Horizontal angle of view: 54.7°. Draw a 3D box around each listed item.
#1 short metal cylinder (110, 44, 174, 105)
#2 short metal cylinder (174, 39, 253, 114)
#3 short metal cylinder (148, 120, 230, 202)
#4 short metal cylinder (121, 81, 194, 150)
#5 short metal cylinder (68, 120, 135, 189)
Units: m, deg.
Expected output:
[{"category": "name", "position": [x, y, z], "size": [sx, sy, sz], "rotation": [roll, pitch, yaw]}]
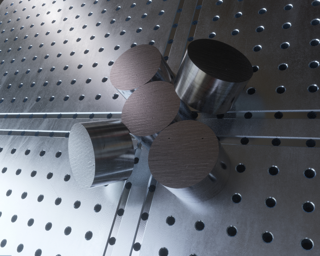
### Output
[{"category": "short metal cylinder", "position": [-0.025, -0.073, 0.448], "size": [0.080, 0.050, 0.080], "rotation": [-13, 56, 20]}, {"category": "short metal cylinder", "position": [0.063, -0.062, 0.371], "size": [0.081, 0.050, 0.080], "rotation": [11, 46, -11]}, {"category": "short metal cylinder", "position": [0.034, 0.038, 0.350], "size": [0.080, 0.050, 0.080], "rotation": [-13, 56, 20]}, {"category": "short metal cylinder", "position": [-0.002, -0.014, 0.400], "size": [0.080, 0.050, 0.080], "rotation": [-13, 56, 20]}, {"category": "short metal cylinder", "position": [-0.074, 0.031, 0.384], "size": [0.080, 0.050, 0.079], "rotation": [12, 105, 52]}]
